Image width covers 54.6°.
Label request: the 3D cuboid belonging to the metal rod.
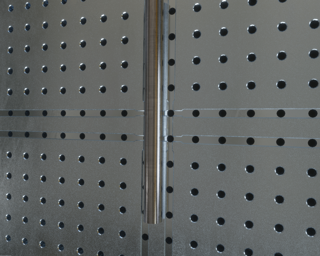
[{"bbox_3d":[-0.009,-0.024,0.416,0.025,0.025,0.298,1,90,20],"label":"metal rod"}]
